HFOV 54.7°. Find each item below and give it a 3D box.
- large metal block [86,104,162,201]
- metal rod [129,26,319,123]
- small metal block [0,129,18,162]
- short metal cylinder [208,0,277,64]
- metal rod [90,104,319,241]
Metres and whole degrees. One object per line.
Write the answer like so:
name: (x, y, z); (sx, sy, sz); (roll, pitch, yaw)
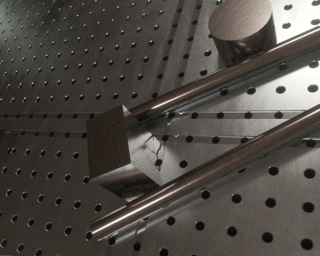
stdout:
large metal block: (-0.042, 0.032, 0.374); (0.050, 0.080, 0.080); (-23, 54, 14)
metal rod: (0.061, -0.056, 0.409); (0.301, 0.025, 0.025); (-23, 54, 14)
small metal block: (-0.282, 0.030, 0.535); (0.050, 0.025, 0.050); (-2, 61, 27)
short metal cylinder: (0.111, -0.131, 0.414); (0.080, 0.050, 0.080); (-13, 56, 20)
metal rod: (0.054, 0.051, 0.347); (0.301, 0.025, 0.025); (-29, 52, 9)
